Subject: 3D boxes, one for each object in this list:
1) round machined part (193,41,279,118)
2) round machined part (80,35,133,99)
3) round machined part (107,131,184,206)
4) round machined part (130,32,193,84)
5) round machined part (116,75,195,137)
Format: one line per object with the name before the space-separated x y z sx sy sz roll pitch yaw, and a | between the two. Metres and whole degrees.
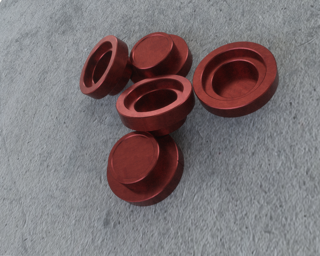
round machined part | 0.093 -0.054 0.378 0.098 0.042 0.098 -13 56 20
round machined part | -0.078 -0.088 0.474 0.098 0.042 0.098 -27 51 39
round machined part | -0.024 0.042 0.379 0.098 0.042 0.098 -13 56 20
round machined part | -0.005 -0.103 0.458 0.098 0.042 0.098 -13 56 20
round machined part | -0.003 -0.026 0.397 0.098 0.042 0.098 -12 35 9
